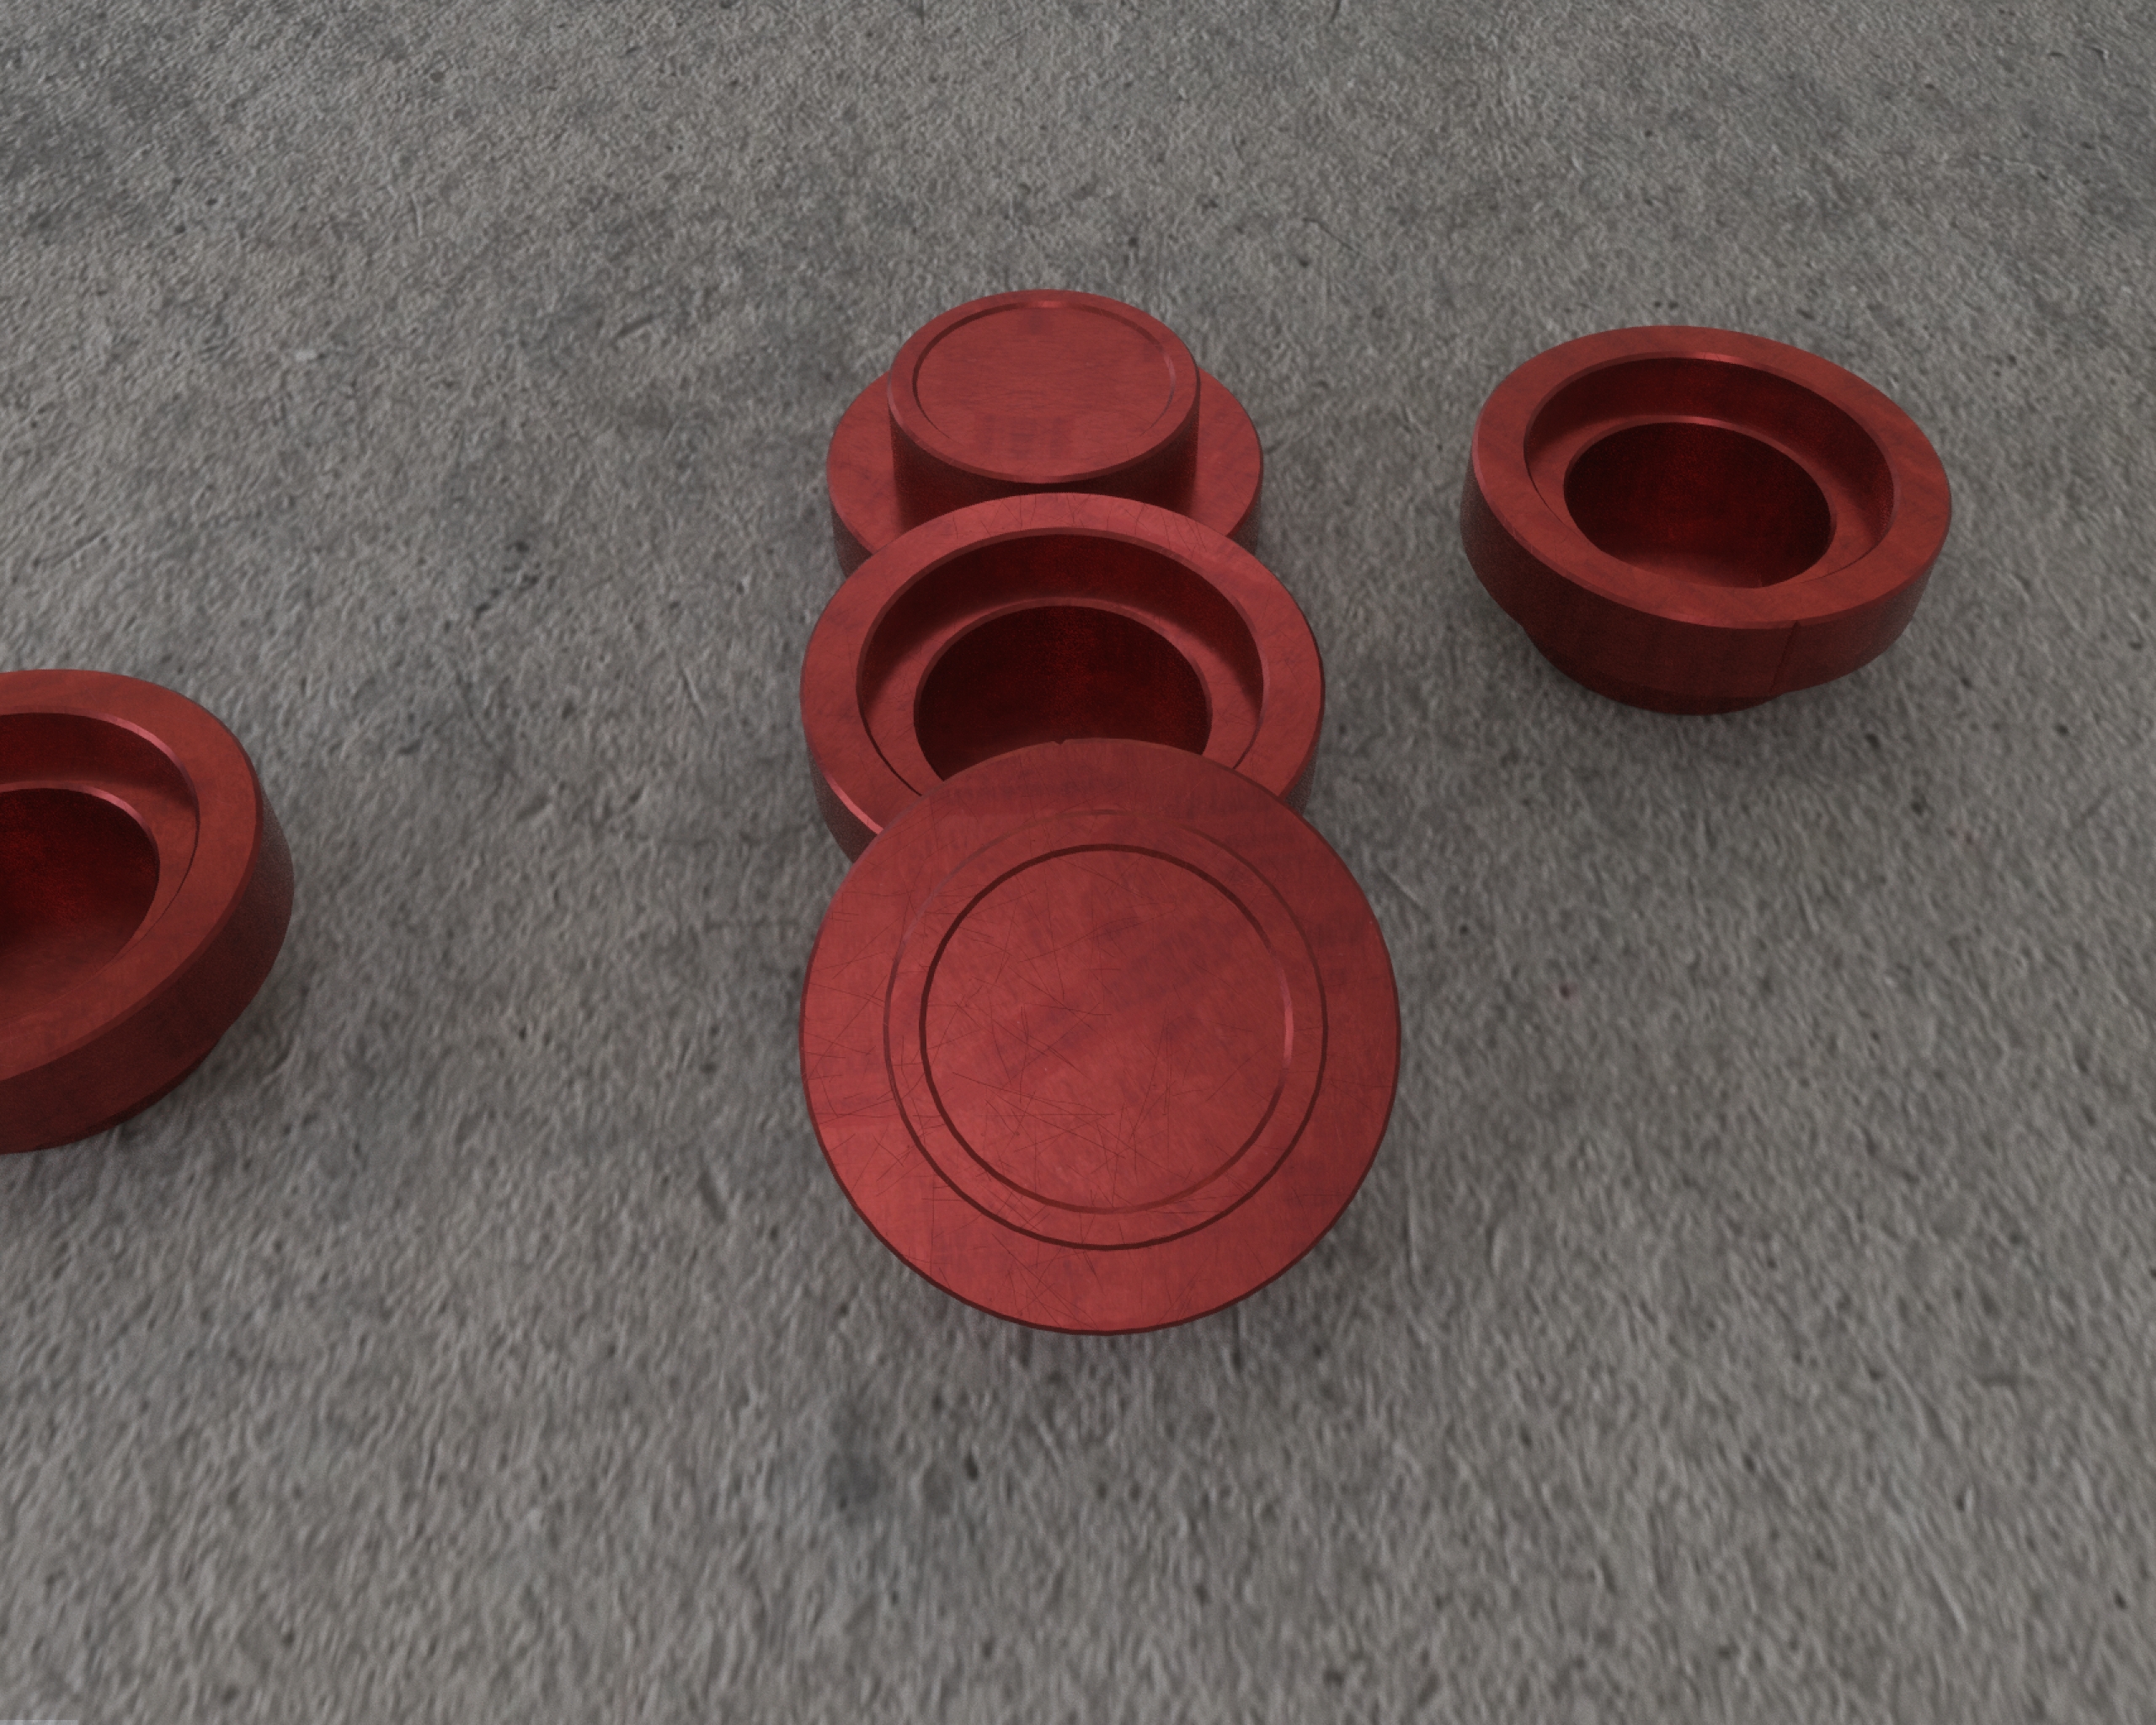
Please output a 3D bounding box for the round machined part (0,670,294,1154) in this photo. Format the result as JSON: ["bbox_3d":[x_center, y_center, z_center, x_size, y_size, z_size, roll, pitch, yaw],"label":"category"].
[{"bbox_3d":[-0.193,0.014,0.379,0.099,0.042,0.098,0,50,0],"label":"round machined part"}]

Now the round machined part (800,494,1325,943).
[{"bbox_3d":[-0.003,-0.023,0.408,0.099,0.042,0.098,0,54,0],"label":"round machined part"}]

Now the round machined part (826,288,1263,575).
[{"bbox_3d":[-0.007,-0.092,0.469,0.099,0.042,0.098,0,50,0],"label":"round machined part"}]

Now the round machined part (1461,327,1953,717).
[{"bbox_3d":[0.132,-0.070,0.452,0.099,0.042,0.098,0,50,0],"label":"round machined part"}]

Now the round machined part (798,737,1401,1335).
[{"bbox_3d":[0.004,0.027,0.339,0.099,0.042,0.097,0,83,-2],"label":"round machined part"}]
